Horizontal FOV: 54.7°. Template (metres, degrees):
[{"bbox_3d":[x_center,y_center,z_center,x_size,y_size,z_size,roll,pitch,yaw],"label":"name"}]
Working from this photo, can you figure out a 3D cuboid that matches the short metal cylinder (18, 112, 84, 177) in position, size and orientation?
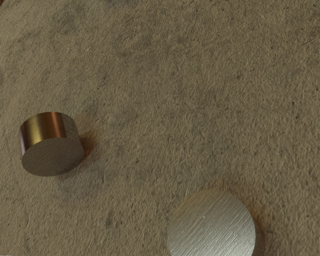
[{"bbox_3d":[-0.153,0.024,0.435,0.080,0.080,0.050,-33,51,6],"label":"short metal cylinder"}]

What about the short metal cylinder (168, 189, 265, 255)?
[{"bbox_3d":[0.054,0.105,0.295,0.080,0.050,0.080,-13,56,21],"label":"short metal cylinder"}]
